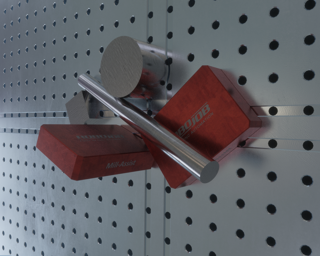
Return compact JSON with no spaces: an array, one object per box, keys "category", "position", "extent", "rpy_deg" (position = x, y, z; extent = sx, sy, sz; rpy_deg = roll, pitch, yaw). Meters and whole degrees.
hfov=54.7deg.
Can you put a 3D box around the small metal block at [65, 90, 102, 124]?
[{"category":"small metal block","position":[-0.128,-0.028,0.515],"extent":[0.050,0.025,0.050],"rpy_deg":[-30,72,36]}]

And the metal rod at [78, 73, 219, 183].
[{"category":"metal rod","position":[-0.038,-0.018,0.406],"extent":[0.300,0.025,0.025],"rpy_deg":[35,112,45]}]

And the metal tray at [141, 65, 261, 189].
[{"category":"metal tray","position":[0.042,0.001,0.371],"extent":[0.129,0.030,0.090],"rpy_deg":[-46,63,30]}]

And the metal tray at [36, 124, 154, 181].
[{"category":"metal tray","position":[-0.079,0.026,0.406],"extent":[0.090,0.131,0.030],"rpy_deg":[30,109,36]}]

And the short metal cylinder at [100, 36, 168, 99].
[{"category":"short metal cylinder","position":[-0.036,-0.080,0.423],"extent":[0.080,0.050,0.079],"rpy_deg":[0,90,40]}]
